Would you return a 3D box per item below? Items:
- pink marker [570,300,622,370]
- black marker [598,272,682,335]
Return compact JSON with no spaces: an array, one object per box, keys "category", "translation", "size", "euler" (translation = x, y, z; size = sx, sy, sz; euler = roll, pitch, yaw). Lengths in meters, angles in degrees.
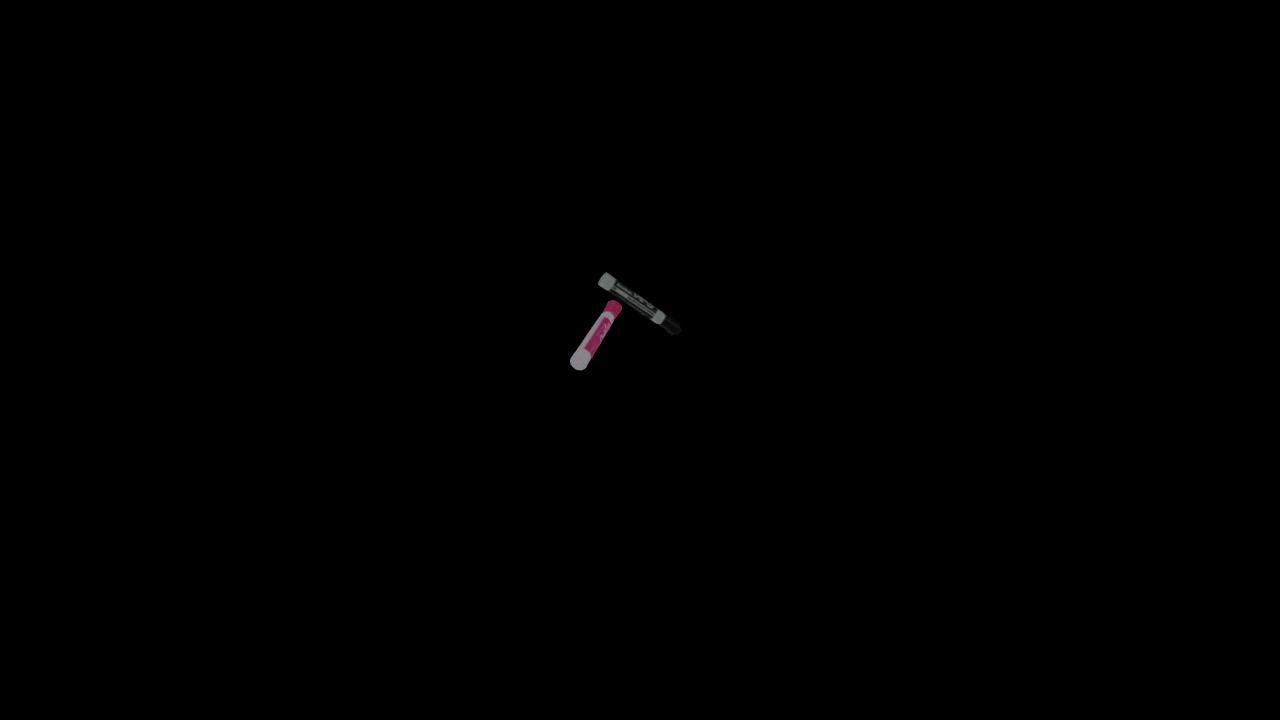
[{"category":"pink marker","translation":[-0.047,-0.031,0.686],"size":[0.020,0.020,0.121],"euler":[0,36,22]},{"category":"black marker","translation":[0.002,-0.068,0.764],"size":[0.121,0.020,0.020],"euler":[33,-10,-15]}]
